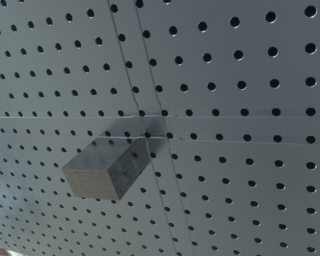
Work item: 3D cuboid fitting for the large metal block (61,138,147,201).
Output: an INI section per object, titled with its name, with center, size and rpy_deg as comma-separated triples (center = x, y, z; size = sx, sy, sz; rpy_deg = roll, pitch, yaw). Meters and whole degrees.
[large metal block]
center = -0.079, 0.057, 0.451
size = 0.080, 0.080, 0.050
rpy_deg = -2, 117, 29
